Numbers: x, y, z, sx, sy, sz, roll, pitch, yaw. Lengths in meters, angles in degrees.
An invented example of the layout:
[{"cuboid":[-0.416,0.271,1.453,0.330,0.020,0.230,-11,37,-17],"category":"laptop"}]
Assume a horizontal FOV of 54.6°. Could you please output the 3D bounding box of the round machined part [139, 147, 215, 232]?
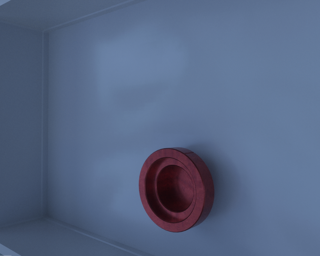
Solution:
[{"cuboid":[0.024,0.072,0.377,0.098,0.042,0.097,0,90,40],"category":"round machined part"}]
